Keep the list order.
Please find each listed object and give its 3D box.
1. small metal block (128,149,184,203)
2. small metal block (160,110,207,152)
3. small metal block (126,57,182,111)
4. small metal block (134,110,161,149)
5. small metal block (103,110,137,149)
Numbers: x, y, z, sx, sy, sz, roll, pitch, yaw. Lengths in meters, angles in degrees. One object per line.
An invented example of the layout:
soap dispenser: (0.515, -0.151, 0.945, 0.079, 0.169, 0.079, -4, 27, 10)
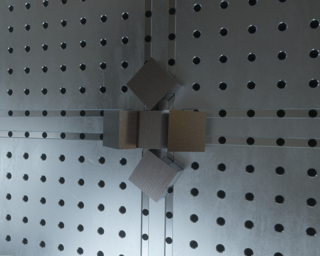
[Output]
small metal block: (-0.006, 0.062, 0.414, 0.050, 0.025, 0.050, 36, 102, 18)
small metal block: (0.029, 0.004, 0.388, 0.050, 0.025, 0.050, 2, 91, -21)
small metal block: (-0.008, -0.058, 0.416, 0.050, 0.025, 0.050, -45, 75, 14)
small metal block: (-0.007, 0.002, 0.415, 0.050, 0.025, 0.050, 2, 90, 20)
small metal block: (-0.055, 0.001, 0.419, 0.050, 0.025, 0.050, 4, 93, 56)
